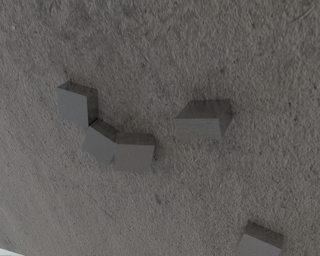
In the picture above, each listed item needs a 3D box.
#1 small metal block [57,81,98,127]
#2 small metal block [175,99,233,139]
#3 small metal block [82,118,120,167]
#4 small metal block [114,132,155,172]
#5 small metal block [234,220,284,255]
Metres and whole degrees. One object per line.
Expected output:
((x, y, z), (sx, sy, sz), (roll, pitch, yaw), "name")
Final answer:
((-0.118, -0.035, 0.448), (0.050, 0.025, 0.050), (18, 125, 18), "small metal block")
((0.052, -0.011, 0.357), (0.050, 0.050, 0.025), (0, 119, 28), "small metal block")
((-0.084, 0.022, 0.465), (0.050, 0.025, 0.050), (33, 129, 6), "small metal block")
((-0.037, 0.035, 0.433), (0.050, 0.025, 0.050), (3, 126, -12), "small metal block")
((0.139, 0.165, 0.436), (0.050, 0.025, 0.050), (20, 126, 16), "small metal block")
